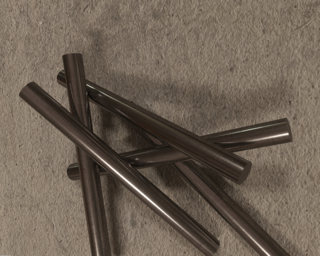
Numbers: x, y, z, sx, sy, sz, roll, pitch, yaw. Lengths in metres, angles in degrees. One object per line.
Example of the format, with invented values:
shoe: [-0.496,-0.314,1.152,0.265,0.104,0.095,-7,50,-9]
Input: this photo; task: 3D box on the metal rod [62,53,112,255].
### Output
metal rod: [-0.093,0.054,0.403,0.025,0.025,0.298,-7,92,19]

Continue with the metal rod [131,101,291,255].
metal rod: [0.058,0.074,0.388,0.300,0.025,0.025,44,104,14]

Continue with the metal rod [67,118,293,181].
metal rod: [0.001,0.033,0.380,0.300,0.025,0.025,-14,86,29]

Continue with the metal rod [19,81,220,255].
metal rod: [-0.047,0.052,0.379,0.300,0.025,0.025,41,103,-3]

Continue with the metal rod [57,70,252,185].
metal rod: [-0.030,-0.015,0.378,0.300,0.025,0.025,28,99,32]
